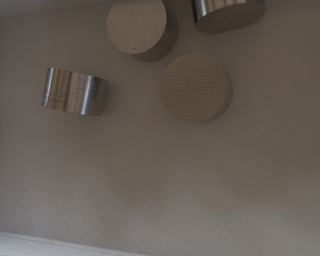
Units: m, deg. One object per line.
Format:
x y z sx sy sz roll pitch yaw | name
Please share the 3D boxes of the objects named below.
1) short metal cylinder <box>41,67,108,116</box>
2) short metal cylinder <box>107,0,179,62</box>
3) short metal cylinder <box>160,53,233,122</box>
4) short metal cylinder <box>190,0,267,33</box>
-0.115 -0.049 0.422 0.080 0.080 0.050 13 95 19 | short metal cylinder
-0.021 -0.131 0.405 0.080 0.050 0.080 0 90 20 | short metal cylinder
0.046 -0.047 0.381 0.080 0.050 0.080 0 90 20 | short metal cylinder
0.076 -0.148 0.354 0.080 0.080 0.050 -10 87 20 | short metal cylinder
